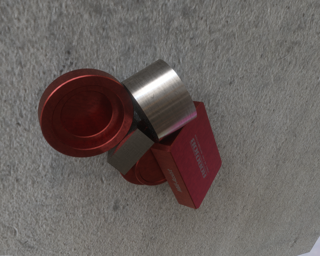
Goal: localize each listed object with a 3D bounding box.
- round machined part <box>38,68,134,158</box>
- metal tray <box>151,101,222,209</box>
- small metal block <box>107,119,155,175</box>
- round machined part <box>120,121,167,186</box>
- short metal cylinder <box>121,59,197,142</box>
[{"bbox_3d":[-0.082,-0.019,0.341,0.099,0.042,0.097,-14,125,-21],"label":"round machined part"},{"bbox_3d":[0.042,0.038,0.424,0.090,0.030,0.130,-54,137,-32],"label":"metal tray"},{"bbox_3d":[-0.035,0.021,0.364,0.025,0.050,0.050,41,95,-15],"label":"small metal block"},{"bbox_3d":[-0.009,0.038,0.418,0.099,0.042,0.097,-14,125,-21],"label":"round machined part"},{"bbox_3d":[-0.002,-0.031,0.355,0.050,0.080,0.080,-33,129,-7],"label":"short metal cylinder"}]
